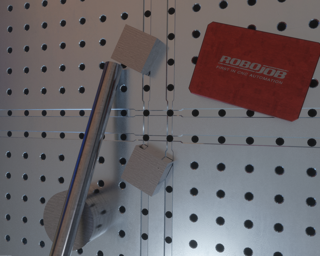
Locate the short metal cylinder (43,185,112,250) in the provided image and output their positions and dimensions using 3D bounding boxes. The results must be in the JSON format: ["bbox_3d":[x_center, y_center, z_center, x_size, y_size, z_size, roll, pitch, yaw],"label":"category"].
[{"bbox_3d":[-0.116,0.125,0.440,0.080,0.050,0.080,0,90,20],"label":"short metal cylinder"}]

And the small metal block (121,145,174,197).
[{"bbox_3d":[-0.017,0.056,0.419,0.050,0.025,0.050,28,99,17],"label":"small metal block"}]

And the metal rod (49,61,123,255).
[{"bbox_3d":[-0.099,0.054,0.405,0.025,0.025,0.299,9,77,20],"label":"metal rod"}]

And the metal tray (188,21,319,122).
[{"bbox_3d":[0.110,-0.068,0.371,0.130,0.030,0.089,18,96,19],"label":"metal tray"}]

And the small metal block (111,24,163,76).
[{"bbox_3d":[-0.031,-0.106,0.424,0.050,0.025,0.050,29,99,17],"label":"small metal block"}]
